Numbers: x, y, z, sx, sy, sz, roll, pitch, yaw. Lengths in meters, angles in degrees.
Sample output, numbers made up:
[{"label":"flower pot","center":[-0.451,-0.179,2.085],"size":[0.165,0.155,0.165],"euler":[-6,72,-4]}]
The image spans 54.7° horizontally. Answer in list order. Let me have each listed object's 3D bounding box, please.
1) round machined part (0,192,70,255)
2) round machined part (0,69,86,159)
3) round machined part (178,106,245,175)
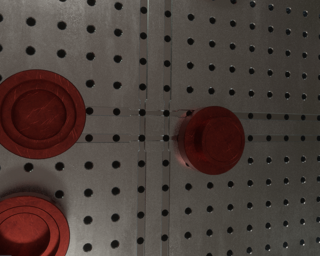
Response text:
[{"label":"round machined part","center":[-0.154,0.120,0.347],"size":[0.099,0.042,0.097],"euler":[0,90,-21]},{"label":"round machined part","center":[-0.137,-0.015,0.353],"size":[0.099,0.042,0.097],"euler":[0,90,-21]},{"label":"round machined part","center":[0.079,0.018,0.434],"size":[0.099,0.042,0.097],"euler":[0,90,-21]}]
